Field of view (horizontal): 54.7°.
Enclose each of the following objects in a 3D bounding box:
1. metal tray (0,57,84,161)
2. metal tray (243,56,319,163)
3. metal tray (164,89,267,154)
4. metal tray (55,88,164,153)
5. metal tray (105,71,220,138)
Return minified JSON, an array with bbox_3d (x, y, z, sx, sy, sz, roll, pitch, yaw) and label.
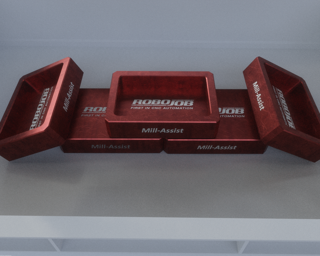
[{"bbox_3d":[-0.154,-0.027,0.399,0.090,0.030,0.130,-16,47,19],"label":"metal tray"},{"bbox_3d":[0.161,-0.027,0.398,0.091,0.030,0.130,19,46,-21],"label":"metal tray"},{"bbox_3d":[0.070,-0.011,0.410,0.131,0.030,0.090,0,50,0],"label":"metal tray"},{"bbox_3d":[-0.061,-0.011,0.410,0.131,0.030,0.090,0,50,0],"label":"metal tray"},{"bbox_3d":[0.003,-0.031,0.387,0.131,0.030,0.090,0,49,0],"label":"metal tray"}]
